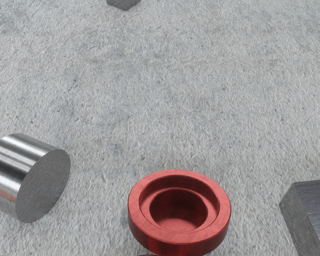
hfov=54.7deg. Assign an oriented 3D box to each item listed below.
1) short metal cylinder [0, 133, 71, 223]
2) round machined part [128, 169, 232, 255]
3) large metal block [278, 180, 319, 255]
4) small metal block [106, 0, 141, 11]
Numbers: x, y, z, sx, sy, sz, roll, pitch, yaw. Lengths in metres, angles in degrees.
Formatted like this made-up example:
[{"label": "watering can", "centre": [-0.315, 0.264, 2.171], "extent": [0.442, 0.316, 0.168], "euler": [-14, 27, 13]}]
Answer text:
[{"label": "short metal cylinder", "centre": [-0.139, 0.051, 0.323], "extent": [0.050, 0.080, 0.080], "euler": [20, 53, 15]}, {"label": "round machined part", "centre": [0.018, 0.088, 0.307], "extent": [0.099, 0.042, 0.098], "euler": [2, 31, -1]}, {"label": "large metal block", "centre": [0.178, 0.097, 0.308], "extent": [0.081, 0.050, 0.080], "euler": [-5, 50, -5]}, {"label": "small metal block", "centre": [-0.073, -0.266, 0.625], "extent": [0.050, 0.025, 0.050], "euler": [27, 55, 20]}]
